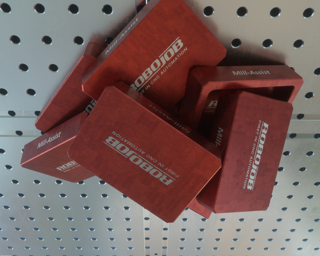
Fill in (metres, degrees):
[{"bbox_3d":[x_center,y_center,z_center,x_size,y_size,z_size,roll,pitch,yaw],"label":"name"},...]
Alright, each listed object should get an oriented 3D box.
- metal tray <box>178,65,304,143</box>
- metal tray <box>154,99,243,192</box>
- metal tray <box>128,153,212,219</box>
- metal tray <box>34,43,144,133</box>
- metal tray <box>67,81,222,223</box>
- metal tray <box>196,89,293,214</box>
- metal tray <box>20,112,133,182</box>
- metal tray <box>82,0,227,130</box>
[{"bbox_3d":[0.090,-0.025,0.358,0.131,0.030,0.089,-6,133,-22],"label":"metal tray"},{"bbox_3d":[0.050,0.021,0.388,0.130,0.090,0.030,37,121,-26],"label":"metal tray"},{"bbox_3d":[0.005,0.068,0.408,0.090,0.130,0.030,35,80,-27],"label":"metal tray"},{"bbox_3d":[-0.083,-0.028,0.383,0.090,0.030,0.129,31,123,-24],"label":"metal tray"},{"bbox_3d":[-0.016,0.025,0.314,0.130,0.030,0.090,35,110,-3],"label":"metal tray"},{"bbox_3d":[0.097,0.028,0.349,0.091,0.030,0.129,8,97,-33],"label":"metal tray"},{"bbox_3d":[-0.105,0.031,0.404,0.130,0.030,0.090,-24,143,33],"label":"metal tray"},{"bbox_3d":[-0.007,-0.066,0.327,0.130,0.030,0.090,-43,121,14],"label":"metal tray"}]
